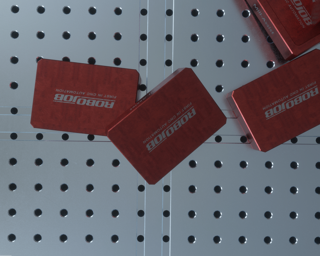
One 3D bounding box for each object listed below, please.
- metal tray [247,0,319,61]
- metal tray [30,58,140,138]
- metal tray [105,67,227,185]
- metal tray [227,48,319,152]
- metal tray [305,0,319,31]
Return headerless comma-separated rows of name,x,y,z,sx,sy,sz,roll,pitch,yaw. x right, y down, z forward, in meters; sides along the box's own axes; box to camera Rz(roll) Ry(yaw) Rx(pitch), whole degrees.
metal tray,0.175,-0.166,0.404,0.090,0.030,0.130,-31,86,2
metal tray,-0.096,-0.038,0.410,0.131,0.030,0.089,7,90,-1
metal tray,0.009,-0.003,0.393,0.130,0.030,0.090,-40,106,-6
metal tray,0.169,-0.036,0.413,0.131,0.030,0.090,-27,90,-1
metal tray,0.203,-0.196,0.381,0.030,0.090,0.129,-7,90,9
